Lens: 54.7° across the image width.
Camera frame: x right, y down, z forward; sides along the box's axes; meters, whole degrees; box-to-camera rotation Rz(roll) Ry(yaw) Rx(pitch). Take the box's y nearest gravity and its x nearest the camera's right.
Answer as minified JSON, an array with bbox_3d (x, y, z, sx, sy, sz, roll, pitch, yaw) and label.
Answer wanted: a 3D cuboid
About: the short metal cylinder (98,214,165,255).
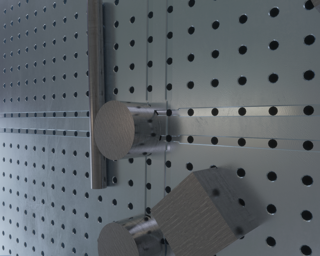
[{"bbox_3d":[-0.040,0.165,0.426,0.080,0.050,0.079,0,90,40],"label":"short metal cylinder"}]

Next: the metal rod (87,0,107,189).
[{"bbox_3d":[-0.100,-0.055,0.491,0.025,0.025,0.298,-3,88,40],"label":"metal rod"}]

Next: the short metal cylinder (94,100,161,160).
[{"bbox_3d":[-0.046,0.003,0.431,0.080,0.050,0.079,0,90,40],"label":"short metal cylinder"}]

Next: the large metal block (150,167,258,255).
[{"bbox_3d":[0.048,0.103,0.354,0.080,0.050,0.080,-48,62,29],"label":"large metal block"}]

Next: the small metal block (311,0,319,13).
[{"bbox_3d":[0.157,-0.141,0.280,0.050,0.025,0.050,-30,72,36],"label":"small metal block"}]
